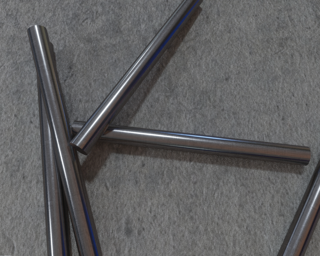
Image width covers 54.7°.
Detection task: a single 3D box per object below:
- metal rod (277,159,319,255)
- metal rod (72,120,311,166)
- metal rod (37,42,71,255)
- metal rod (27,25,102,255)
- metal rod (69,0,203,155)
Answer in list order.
[{"bbox_3d":[0.168,0.118,0.366,0.025,0.025,0.300,30,72,10],"label":"metal rod"},{"bbox_3d":[0.038,0.019,0.401,0.302,0.025,0.025,6,70,2],"label":"metal rod"},{"bbox_3d":[-0.140,0.019,0.399,0.025,0.025,0.299,-10,70,-4],"label":"metal rod"},{"bbox_3d":[-0.121,0.009,0.384,0.025,0.025,0.299,-16,78,-6],"label":"metal rod"},{"bbox_3d":[-0.020,-0.090,0.425,0.025,0.025,0.300,29,66,10],"label":"metal rod"}]
